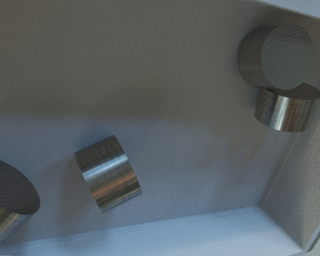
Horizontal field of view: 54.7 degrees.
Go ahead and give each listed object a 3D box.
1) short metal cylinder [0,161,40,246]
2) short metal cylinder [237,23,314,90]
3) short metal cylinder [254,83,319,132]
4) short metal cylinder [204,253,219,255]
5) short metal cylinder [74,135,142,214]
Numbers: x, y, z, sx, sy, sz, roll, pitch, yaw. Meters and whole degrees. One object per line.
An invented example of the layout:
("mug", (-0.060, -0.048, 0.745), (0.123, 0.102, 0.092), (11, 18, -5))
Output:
("short metal cylinder", (-0.176, 0.077, 0.325), (0.050, 0.080, 0.080), (-45, 129, 3))
("short metal cylinder", (0.148, -0.091, 0.401), (0.081, 0.050, 0.079), (-4, 101, -20))
("short metal cylinder", (0.184, -0.035, 0.451), (0.081, 0.080, 0.050), (-10, 123, -24))
("short metal cylinder", (0.106, 0.310, 0.644), (0.081, 0.050, 0.079), (-14, 124, -21))
("short metal cylinder", (-0.062, 0.055, 0.373), (0.050, 0.080, 0.080), (-26, 128, -13))
